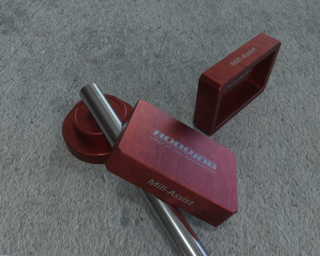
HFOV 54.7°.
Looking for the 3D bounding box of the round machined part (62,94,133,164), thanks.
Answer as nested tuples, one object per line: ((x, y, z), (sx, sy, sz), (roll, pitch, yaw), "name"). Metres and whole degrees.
((-0.075, -0.006, 0.396), (0.099, 0.042, 0.098), (0, 50, 0), "round machined part")

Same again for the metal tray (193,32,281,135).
((0.101, -0.059, 0.411), (0.131, 0.089, 0.030), (-37, 59, -27), "metal tray")

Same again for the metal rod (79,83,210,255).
((-0.005, 0.067, 0.313), (0.025, 0.025, 0.299), (-26, 65, -21), "metal rod")

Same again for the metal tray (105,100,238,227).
((0.018, 0.034, 0.323), (0.131, 0.030, 0.090), (30, 36, -10), "metal tray")
